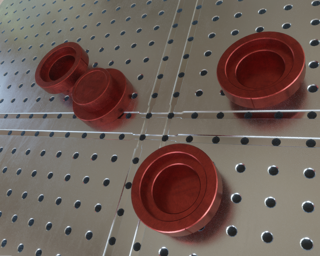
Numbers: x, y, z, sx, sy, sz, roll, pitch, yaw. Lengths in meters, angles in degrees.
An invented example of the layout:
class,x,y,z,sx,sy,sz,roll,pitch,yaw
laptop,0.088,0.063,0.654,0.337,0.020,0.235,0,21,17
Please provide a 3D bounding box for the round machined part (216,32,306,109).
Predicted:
class,x,y,z,sx,sy,sz,roll,pitch,yaw
round machined part,0.122,-0.065,0.373,0.098,0.042,0.098,-13,56,20

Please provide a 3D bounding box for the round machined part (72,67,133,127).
class,x,y,z,sx,sy,sz,roll,pitch,yaw
round machined part,-0.096,-0.054,0.479,0.098,0.042,0.098,-13,56,20

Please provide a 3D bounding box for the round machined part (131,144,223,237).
class,x,y,z,sx,sy,sz,roll,pitch,yaw
round machined part,0.021,0.070,0.342,0.098,0.042,0.098,-13,56,20

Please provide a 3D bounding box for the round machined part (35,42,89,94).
class,x,y,z,sx,sy,sz,roll,pitch,yaw
round machined part,-0.165,-0.099,0.542,0.098,0.042,0.098,-13,56,20
